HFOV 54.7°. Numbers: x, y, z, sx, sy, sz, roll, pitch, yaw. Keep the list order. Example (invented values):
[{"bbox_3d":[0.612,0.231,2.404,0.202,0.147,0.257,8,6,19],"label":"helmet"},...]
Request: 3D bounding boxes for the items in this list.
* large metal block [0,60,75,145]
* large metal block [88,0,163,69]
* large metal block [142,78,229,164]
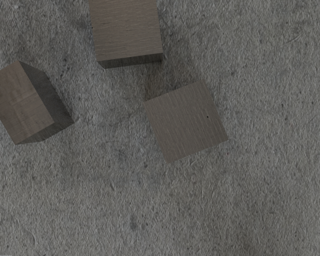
[{"bbox_3d":[-0.158,-0.028,0.381,0.050,0.080,0.080,-30,90,0],"label":"large metal block"},{"bbox_3d":[-0.041,-0.125,0.397,0.080,0.050,0.080,-8,90,0],"label":"large metal block"},{"bbox_3d":[0.031,-0.008,0.398,0.080,0.050,0.080,-22,90,0],"label":"large metal block"}]
